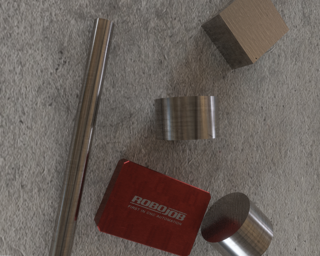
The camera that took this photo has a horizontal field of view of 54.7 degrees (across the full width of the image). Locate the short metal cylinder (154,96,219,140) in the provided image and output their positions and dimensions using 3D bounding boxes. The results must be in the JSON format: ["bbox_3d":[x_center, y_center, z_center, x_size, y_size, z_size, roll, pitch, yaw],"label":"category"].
[{"bbox_3d":[0.034,-0.012,0.392,0.081,0.080,0.050,-3,91,-20],"label":"short metal cylinder"}]

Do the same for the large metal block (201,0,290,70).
[{"bbox_3d":[0.121,-0.143,0.440,0.080,0.050,0.080,-43,104,-15],"label":"large metal block"}]

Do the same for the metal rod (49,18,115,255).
[{"bbox_3d":[-0.094,0.016,0.374,0.025,0.025,0.298,11,86,-20],"label":"metal rod"}]

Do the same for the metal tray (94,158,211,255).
[{"bbox_3d":[-0.007,0.104,0.404,0.131,0.030,0.090,24,82,-19],"label":"metal tray"}]

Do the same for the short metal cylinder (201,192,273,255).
[{"bbox_3d":[0.103,0.134,0.418,0.050,0.080,0.080,46,76,-15],"label":"short metal cylinder"}]
